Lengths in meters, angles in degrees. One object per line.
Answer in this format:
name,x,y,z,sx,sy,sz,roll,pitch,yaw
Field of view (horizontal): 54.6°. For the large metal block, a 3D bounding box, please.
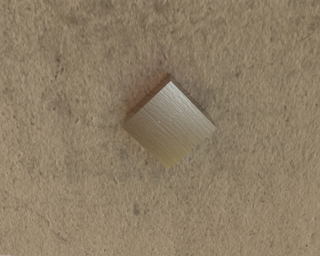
large metal block,0.011,-0.009,0.393,0.080,0.050,0.080,-42,105,14
